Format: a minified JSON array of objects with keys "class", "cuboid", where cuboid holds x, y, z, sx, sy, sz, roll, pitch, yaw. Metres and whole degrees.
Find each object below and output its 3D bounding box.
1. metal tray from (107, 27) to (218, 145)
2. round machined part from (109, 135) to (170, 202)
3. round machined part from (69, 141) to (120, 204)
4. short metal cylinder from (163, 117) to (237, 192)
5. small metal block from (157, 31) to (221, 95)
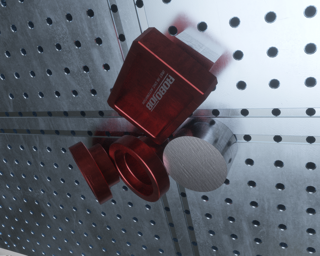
[{"class":"metal tray","cuboid":[-0.005,-0.040,0.357,0.090,0.030,0.129,39,147,-1]},{"class":"round machined part","cuboid":[-0.022,0.050,0.428,0.098,0.042,0.097,33,143,29]},{"class":"round machined part","cuboid":[-0.095,0.062,0.467,0.098,0.042,0.098,51,160,27]},{"class":"short metal cylinder","cuboid":[0.051,0.033,0.387,0.080,0.050,0.079,13,124,21]},{"class":"small metal block","cuboid":[0.031,-0.072,0.350,0.050,0.025,0.050,35,129,4]}]
